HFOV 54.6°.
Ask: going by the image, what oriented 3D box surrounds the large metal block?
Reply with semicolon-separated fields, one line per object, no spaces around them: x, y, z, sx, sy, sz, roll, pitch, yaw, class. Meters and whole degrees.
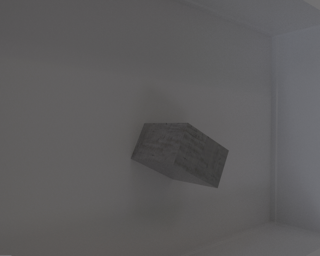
0.025;0.034;0.391;0.080;0.080;0.050;32;70;-36;large metal block
